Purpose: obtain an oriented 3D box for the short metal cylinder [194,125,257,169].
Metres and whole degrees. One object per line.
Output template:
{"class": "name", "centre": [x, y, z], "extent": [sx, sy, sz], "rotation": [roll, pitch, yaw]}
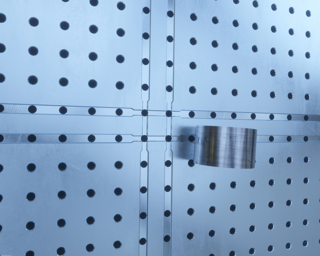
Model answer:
{"class": "short metal cylinder", "centre": [0.087, 0.024, 0.415], "extent": [0.081, 0.080, 0.050], "rotation": [4, 89, -20]}
